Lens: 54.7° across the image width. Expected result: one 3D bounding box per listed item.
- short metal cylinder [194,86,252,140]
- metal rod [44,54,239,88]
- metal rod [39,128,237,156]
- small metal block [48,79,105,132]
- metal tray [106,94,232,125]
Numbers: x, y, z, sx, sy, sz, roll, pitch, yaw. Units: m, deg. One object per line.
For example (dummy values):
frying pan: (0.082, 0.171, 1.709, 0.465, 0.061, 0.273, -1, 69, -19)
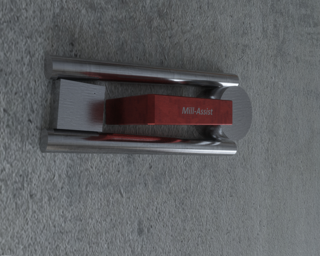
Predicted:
short metal cylinder: (0.095, -0.022, 0.469, 0.081, 0.050, 0.079, 0, 90, -40)
metal rod: (0.003, -0.069, 0.409, 0.302, 0.025, 0.025, -4, 93, -40)
metal rod: (-0.001, 0.023, 0.406, 0.302, 0.025, 0.025, 5, 87, -40)
small metal block: (-0.089, -0.023, 0.332, 0.050, 0.025, 0.050, 5, 87, -40)
metal tray: (0.013, -0.019, 0.373, 0.131, 0.090, 0.030, 0, 90, -40)
